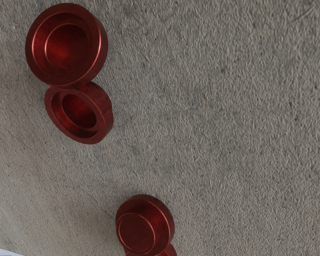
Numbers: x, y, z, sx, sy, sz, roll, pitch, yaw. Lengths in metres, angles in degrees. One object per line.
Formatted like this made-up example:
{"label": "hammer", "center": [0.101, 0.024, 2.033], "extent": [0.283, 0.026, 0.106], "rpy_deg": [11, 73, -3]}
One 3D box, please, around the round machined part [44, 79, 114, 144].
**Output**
{"label": "round machined part", "center": [-0.106, -0.028, 0.430], "extent": [0.098, 0.042, 0.097], "rpy_deg": [16, 132, 19]}

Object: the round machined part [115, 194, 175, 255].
{"label": "round machined part", "center": [-0.030, 0.159, 0.490], "extent": [0.098, 0.042, 0.097], "rpy_deg": [4, 100, 24]}

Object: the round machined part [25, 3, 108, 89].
{"label": "round machined part", "center": [-0.107, -0.095, 0.375], "extent": [0.098, 0.042, 0.097], "rpy_deg": [-1, 86, 15]}

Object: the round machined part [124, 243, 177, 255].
{"label": "round machined part", "center": [-0.023, 0.229, 0.550], "extent": [0.098, 0.042, 0.097], "rpy_deg": [13, 124, 21]}
